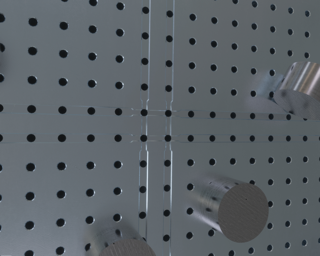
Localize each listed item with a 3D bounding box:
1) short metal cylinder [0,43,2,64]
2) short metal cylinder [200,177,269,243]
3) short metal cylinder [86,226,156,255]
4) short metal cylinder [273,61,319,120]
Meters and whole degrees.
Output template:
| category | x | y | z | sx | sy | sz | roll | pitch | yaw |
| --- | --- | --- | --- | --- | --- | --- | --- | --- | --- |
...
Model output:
| category | x | y | z | sx | sy | sz | roll | pitch | yaw |
| --- | --- | --- | --- | --- | --- | --- | --- | --- | --- |
| short metal cylinder | -0.212 | -0.086 | 0.321 | 0.081 | 0.050 | 0.079 | 0 | 90 | -20 |
| short metal cylinder | 0.104 | 0.113 | 0.438 | 0.081 | 0.050 | 0.079 | 0 | 90 | -20 |
| short metal cylinder | -0.048 | 0.168 | 0.382 | 0.081 | 0.050 | 0.079 | 0 | 90 | -20 |
| short metal cylinder | 0.220 | -0.055 | 0.464 | 0.080 | 0.080 | 0.050 | 35 | 79 | -17 |
